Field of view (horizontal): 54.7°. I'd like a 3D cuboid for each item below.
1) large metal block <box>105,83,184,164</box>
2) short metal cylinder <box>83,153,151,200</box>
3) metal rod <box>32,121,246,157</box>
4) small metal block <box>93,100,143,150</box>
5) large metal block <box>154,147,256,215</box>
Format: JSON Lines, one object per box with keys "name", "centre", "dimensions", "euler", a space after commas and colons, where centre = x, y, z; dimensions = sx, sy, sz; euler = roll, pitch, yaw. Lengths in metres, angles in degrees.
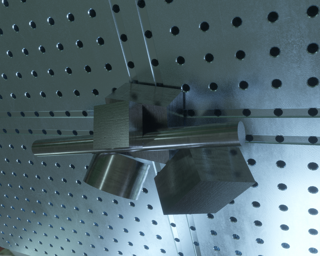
{"name": "large metal block", "centre": [-0.017, -0.007, 0.394], "dimensions": [0.080, 0.050, 0.079], "euler": [10, 123, 22]}
{"name": "short metal cylinder", "centre": [-0.059, 0.062, 0.433], "dimensions": [0.080, 0.080, 0.050], "euler": [18, 83, 18]}
{"name": "metal rod", "centre": [-0.049, 0.017, 0.378], "dimensions": [0.300, 0.025, 0.025], "euler": [-5, 116, 31]}
{"name": "small metal block", "centre": [-0.048, -0.001, 0.350], "dimensions": [0.050, 0.025, 0.050], "euler": [-6, 81, 31]}
{"name": "large metal block", "centre": [0.051, 0.063, 0.375], "dimensions": [0.081, 0.050, 0.080], "euler": [8, 137, -31]}
